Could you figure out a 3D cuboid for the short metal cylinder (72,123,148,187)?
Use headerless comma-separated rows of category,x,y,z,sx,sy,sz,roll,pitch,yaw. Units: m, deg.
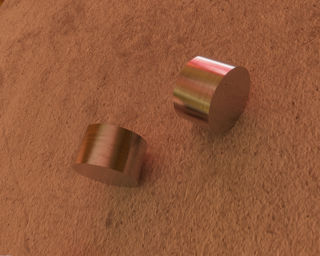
short metal cylinder,-0.060,0.035,0.379,0.080,0.080,0.050,0,62,28

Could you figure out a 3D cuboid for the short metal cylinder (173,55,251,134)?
short metal cylinder,0.061,-0.039,0.360,0.050,0.080,0.080,28,77,37
